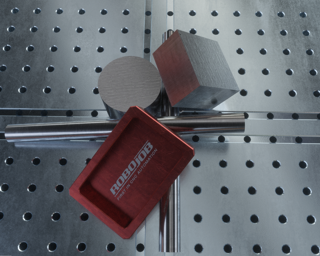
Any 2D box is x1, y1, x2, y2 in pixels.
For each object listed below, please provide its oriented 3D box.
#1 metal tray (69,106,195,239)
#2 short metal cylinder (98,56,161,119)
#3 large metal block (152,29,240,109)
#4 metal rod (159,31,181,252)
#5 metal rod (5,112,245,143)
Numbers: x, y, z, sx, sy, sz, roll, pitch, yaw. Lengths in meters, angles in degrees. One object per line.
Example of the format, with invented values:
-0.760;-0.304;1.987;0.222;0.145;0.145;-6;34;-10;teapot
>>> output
-0.032;0.050;0.363;0.090;0.030;0.130;38;95;6;metal tray
-0.038;-0.049;0.415;0.081;0.050;0.080;0;70;0;short metal cylinder
0.047;-0.073;0.404;0.081;0.050;0.080;-1;64;-43;large metal block
0.014;0.003;0.410;0.025;0.025;0.299;1;70;0;metal rod
-0.048;0.000;0.394;0.302;0.025;0.025;-3;70;6;metal rod
